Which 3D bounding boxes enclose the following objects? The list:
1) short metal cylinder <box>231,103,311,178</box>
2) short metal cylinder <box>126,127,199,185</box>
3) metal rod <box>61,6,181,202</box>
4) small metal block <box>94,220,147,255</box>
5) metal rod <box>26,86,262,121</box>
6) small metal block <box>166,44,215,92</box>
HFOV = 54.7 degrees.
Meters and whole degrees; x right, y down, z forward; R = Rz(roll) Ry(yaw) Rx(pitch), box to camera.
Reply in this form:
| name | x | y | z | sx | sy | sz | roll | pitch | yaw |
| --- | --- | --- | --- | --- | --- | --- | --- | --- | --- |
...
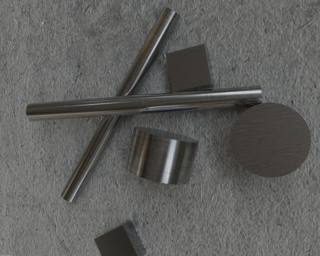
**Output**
| name | x | y | z | sx | sy | sz | roll | pitch | yaw |
| --- | --- | --- | --- | --- | --- | --- | --- | --- | --- |
| short metal cylinder | 0.124 | 0.013 | 0.352 | 0.080 | 0.050 | 0.079 | 0 | 90 | 20 |
| short metal cylinder | 0.003 | 0.032 | 0.379 | 0.080 | 0.080 | 0.050 | 14 | 95 | 19 |
| metal rod | -0.059 | -0.025 | 0.429 | 0.025 | 0.025 | 0.299 | 34 | 101 | 17 |
| small metal block | -0.055 | 0.163 | 0.428 | 0.050 | 0.025 | 0.050 | -31 | 80 | 17 |
| metal rod | -0.029 | -0.030 | 0.396 | 0.301 | 0.025 | 0.025 | -3 | 89 | 11 |
| small metal block | 0.039 | -0.074 | 0.395 | 0.050 | 0.025 | 0.050 | -10 | 87 | 19 |
